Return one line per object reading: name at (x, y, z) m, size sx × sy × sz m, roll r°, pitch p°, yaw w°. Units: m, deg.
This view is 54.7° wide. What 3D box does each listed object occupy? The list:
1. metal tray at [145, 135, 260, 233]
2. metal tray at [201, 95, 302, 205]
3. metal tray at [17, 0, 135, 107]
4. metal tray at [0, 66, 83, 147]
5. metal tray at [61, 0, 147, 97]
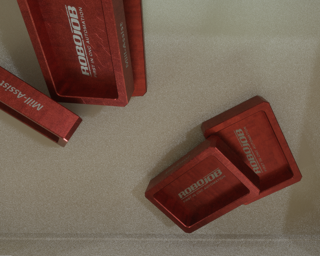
metal tray at (0.054, 0.080, 0.416) m, size 0.090 × 0.030 × 0.130 m, roll 44°, pitch 120°, yaw -10°
metal tray at (0.125, 0.033, 0.422) m, size 0.090 × 0.030 × 0.130 m, roll -28°, pitch 108°, yaw 9°
metal tray at (-0.080, -0.084, 0.314) m, size 0.090 × 0.030 × 0.129 m, roll 5°, pitch 131°, yaw 10°
metal tray at (-0.159, -0.027, 0.363) m, size 0.130 × 0.090 × 0.030 m, roll 34°, pitch 72°, yaw -12°
metal tray at (-0.064, -0.103, 0.370) m, size 0.091 × 0.030 × 0.129 m, roll -3°, pitch 110°, yaw 0°
